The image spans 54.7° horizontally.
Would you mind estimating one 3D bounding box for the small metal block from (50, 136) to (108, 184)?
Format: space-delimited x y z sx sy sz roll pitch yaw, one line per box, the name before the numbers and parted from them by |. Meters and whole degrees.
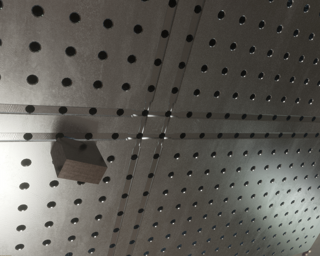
small metal block | -0.097 0.038 0.367 0.050 0.050 0.025 18 109 -36
